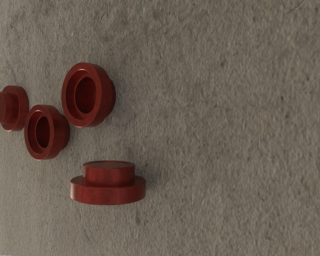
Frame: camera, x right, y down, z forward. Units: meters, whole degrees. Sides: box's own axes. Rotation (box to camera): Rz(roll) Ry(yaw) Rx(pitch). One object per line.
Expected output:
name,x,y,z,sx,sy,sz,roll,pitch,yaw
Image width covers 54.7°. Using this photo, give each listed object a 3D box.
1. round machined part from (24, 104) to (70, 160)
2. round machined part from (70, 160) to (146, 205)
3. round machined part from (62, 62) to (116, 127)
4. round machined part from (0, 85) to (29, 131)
round machined part,-0.199,0.007,0.554,0.098,0.042,0.097,0,90,39
round machined part,-0.068,0.068,0.411,0.098,0.099,0.042,3,92,39
round machined part,-0.106,-0.050,0.479,0.098,0.042,0.097,0,90,39
round machined part,-0.321,-0.042,0.654,0.098,0.042,0.097,0,90,39
